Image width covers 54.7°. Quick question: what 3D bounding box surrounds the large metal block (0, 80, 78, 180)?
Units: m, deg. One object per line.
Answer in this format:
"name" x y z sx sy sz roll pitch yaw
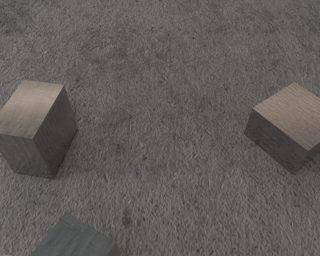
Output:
"large metal block" -0.143 0.003 0.364 0.050 0.080 0.080 8 51 7

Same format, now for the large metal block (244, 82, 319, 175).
"large metal block" 0.168 -0.002 0.390 0.081 0.050 0.080 -30 56 -23

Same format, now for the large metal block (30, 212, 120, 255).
"large metal block" -0.076 0.131 0.257 0.050 0.080 0.080 24 54 19
